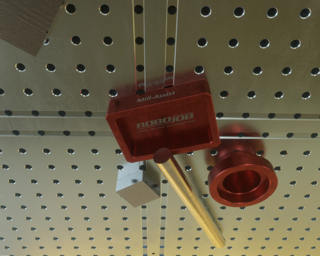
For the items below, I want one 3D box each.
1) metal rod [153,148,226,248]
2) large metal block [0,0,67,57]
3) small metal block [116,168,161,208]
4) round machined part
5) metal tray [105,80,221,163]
[{"bbox_3d":[0.059,0.129,0.501,0.025,0.025,0.299,-18,135,14],"label":"metal rod"},{"bbox_3d":[-0.132,-0.127,0.285,0.080,0.050,0.080,28,125,-22],"label":"large metal block"},{"bbox_3d":[-0.034,0.096,0.493,0.050,0.025,0.050,-26,126,20],"label":"small metal block"},{"bbox_3d":[0.121,0.073,0.464,0.099,0.042,0.097,-1,130,0],"label":"round machined part"},{"bbox_3d":[0.007,-0.005,0.404,0.131,0.030,0.090,-12,130,9],"label":"metal tray"}]
